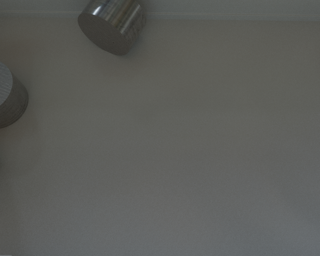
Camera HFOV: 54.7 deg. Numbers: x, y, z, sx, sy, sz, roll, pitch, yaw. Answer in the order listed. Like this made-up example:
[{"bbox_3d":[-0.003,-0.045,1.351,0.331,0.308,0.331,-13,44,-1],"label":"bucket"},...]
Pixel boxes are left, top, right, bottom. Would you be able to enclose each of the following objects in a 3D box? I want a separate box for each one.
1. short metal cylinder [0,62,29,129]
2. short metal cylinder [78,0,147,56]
[{"bbox_3d":[-0.225,-0.044,0.411,0.081,0.050,0.080,0,70,0],"label":"short metal cylinder"},{"bbox_3d":[-0.066,-0.148,0.434,0.080,0.080,0.050,26,72,9],"label":"short metal cylinder"}]
